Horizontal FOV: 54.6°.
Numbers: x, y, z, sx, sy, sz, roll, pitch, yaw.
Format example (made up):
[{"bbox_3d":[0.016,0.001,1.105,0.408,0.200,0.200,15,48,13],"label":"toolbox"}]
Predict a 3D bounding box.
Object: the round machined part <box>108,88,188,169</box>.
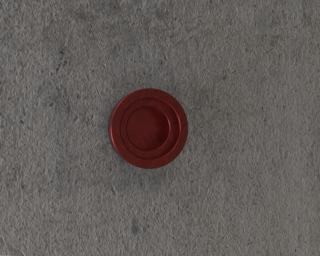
[{"bbox_3d":[-0.017,0.001,0.393,0.099,0.042,0.097,0,90,-20],"label":"round machined part"}]
